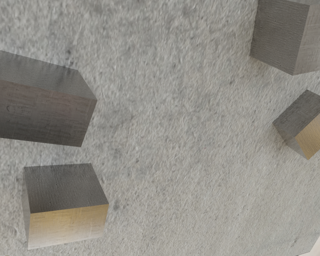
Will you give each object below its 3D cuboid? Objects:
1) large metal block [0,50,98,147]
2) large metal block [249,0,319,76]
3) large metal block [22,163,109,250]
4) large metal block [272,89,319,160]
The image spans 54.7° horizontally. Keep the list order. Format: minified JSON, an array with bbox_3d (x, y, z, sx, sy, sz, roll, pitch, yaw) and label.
[{"bbox_3d":[-0.115,-0.028,0.291,0.081,0.080,0.050,10,113,-33],"label":"large metal block"},{"bbox_3d":[0.165,-0.121,0.389,0.050,0.080,0.079,-13,124,-22],"label":"large metal block"},{"bbox_3d":[-0.114,0.087,0.363,0.081,0.080,0.050,0,118,-29],"label":"large metal block"},{"bbox_3d":[0.252,-0.004,0.529,0.080,0.050,0.080,-45,130,3],"label":"large metal block"}]
